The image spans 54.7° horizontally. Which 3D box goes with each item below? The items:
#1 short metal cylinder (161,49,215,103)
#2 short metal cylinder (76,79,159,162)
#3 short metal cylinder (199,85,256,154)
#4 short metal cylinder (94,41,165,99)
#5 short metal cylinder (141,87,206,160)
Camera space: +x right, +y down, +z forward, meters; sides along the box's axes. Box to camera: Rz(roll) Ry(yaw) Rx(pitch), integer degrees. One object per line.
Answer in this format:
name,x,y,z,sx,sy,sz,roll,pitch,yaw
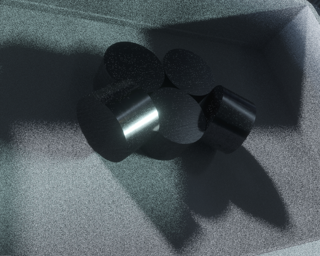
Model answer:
short metal cylinder,0.030,-0.066,0.444,0.081,0.050,0.080,14,56,-21
short metal cylinder,-0.048,-0.008,0.348,0.050,0.080,0.080,-35,81,-38
short metal cylinder,0.084,-0.011,0.420,0.050,0.080,0.080,26,53,-12
short metal cylinder,-0.041,-0.065,0.405,0.081,0.050,0.080,14,56,-21
short metal cylinder,0.011,-0.005,0.396,0.081,0.050,0.080,14,56,-21
